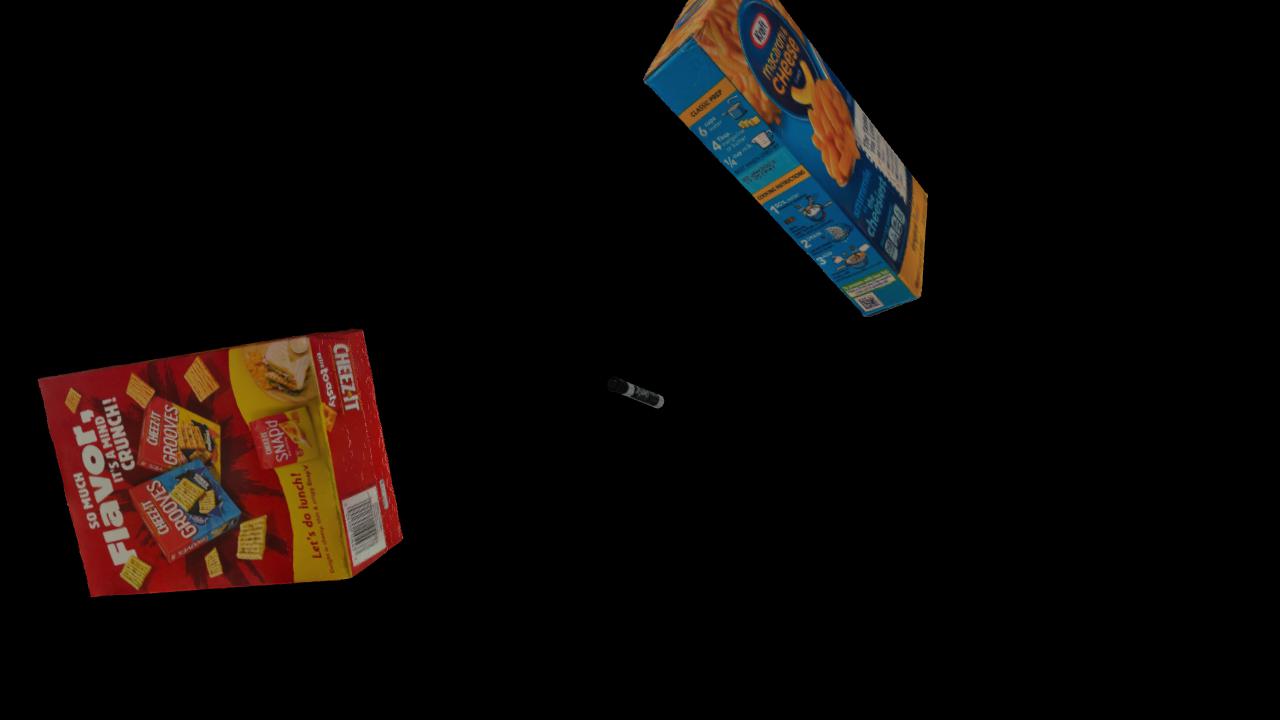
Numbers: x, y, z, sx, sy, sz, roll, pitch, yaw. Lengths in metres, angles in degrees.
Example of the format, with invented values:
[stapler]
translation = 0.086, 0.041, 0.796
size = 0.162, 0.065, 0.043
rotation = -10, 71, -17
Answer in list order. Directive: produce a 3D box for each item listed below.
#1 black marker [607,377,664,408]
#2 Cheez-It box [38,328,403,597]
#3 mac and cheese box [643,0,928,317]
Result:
[black marker]
translation = -0.005, 0.042, 0.779
size = 0.020, 0.020, 0.121
rotation = 0, -14, 30
[Cheez-It box]
translation = -0.300, 0.076, 0.447
size = 0.223, 0.166, 0.071
rotation = -9, 4, 11
[mac and cheese box]
translation = 0.090, -0.116, 0.333
size = 0.184, 0.093, 0.041
rotation = 39, -36, -24
